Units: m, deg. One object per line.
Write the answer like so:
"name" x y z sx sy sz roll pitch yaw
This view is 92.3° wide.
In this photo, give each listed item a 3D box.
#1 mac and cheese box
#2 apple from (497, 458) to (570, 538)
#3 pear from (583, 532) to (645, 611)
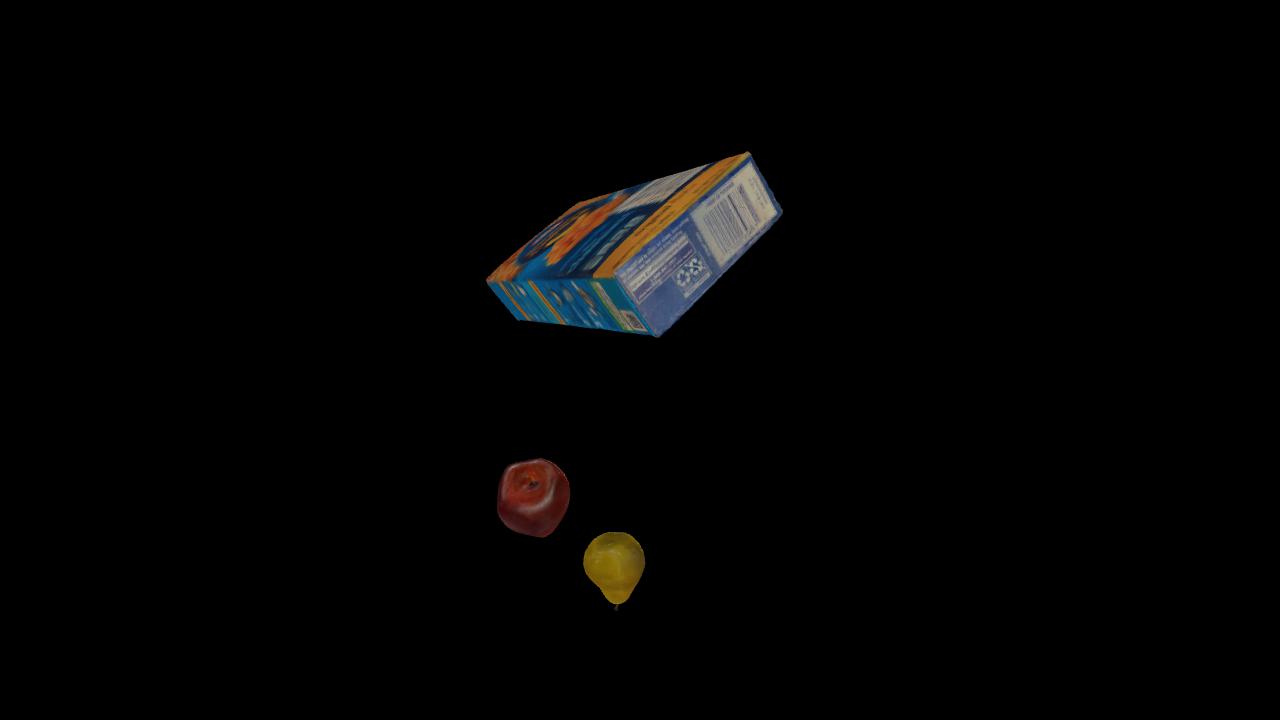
"mac and cheese box" -0.017 -0.060 0.344 0.093 0.041 0.184 -46 25 -18
"apple" -0.109 0.144 0.639 0.079 0.079 0.093 0 -33 -5
"pear" -0.029 0.282 0.795 0.080 0.111 0.080 -12 13 3
